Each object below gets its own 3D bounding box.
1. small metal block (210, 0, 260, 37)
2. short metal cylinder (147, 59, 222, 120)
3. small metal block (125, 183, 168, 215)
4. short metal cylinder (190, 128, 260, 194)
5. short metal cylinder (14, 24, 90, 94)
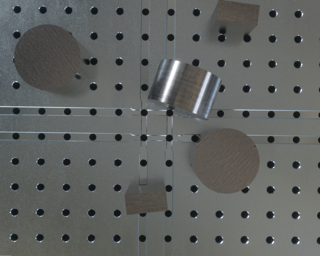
[{"bbox_3d":[0.095,-0.141,0.401,0.050,0.050,0.025,7,90,0],"label":"small metal block"},{"bbox_3d":[0.030,-0.046,0.386,0.080,0.080,0.050,20,90,0],"label":"short metal cylinder"},{"bbox_3d":[-0.017,0.090,0.401,0.050,0.050,0.025,-6,90,0],"label":"small metal block"},{"bbox_3d":[0.081,0.040,0.401,0.081,0.050,0.079,0,90,0],"label":"short metal cylinder"},{"bbox_3d":[-0.136,-0.086,0.400,0.081,0.050,0.079,0,90,0],"label":"short metal cylinder"}]
